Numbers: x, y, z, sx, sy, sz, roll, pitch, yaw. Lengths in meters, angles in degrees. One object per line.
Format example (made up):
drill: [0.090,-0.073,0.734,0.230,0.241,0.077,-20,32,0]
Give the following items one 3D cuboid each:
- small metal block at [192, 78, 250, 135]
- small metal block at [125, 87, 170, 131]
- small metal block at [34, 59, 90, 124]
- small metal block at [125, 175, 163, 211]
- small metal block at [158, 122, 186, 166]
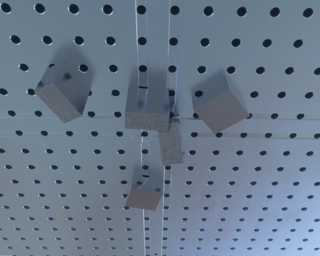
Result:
small metal block: [0.076,-0.026,0.390,0.050,0.025,0.050,-31,124,23]
small metal block: [-0.015,-0.023,0.375,0.050,0.050,0.025,4,130,-4]
small metal block: [-0.111,-0.042,0.358,0.025,0.050,0.050,-22,127,18]
small metal block: [-0.026,0.106,0.501,0.050,0.025,0.050,12,129,-10]
small metal block: [0.016,0.021,0.399,0.025,0.050,0.050,-9,85,7]
